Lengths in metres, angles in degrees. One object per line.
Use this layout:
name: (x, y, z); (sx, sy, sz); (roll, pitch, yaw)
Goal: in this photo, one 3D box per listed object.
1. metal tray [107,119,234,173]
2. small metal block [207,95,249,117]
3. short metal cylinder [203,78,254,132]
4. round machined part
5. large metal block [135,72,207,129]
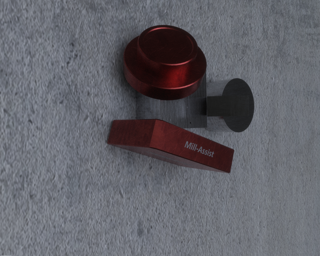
metal tray: (0.015, 0.023, 0.376); (0.131, 0.090, 0.030); (21, 77, -38)
small metal block: (0.087, -0.029, 0.403); (0.050, 0.050, 0.025); (-30, 119, -80)
short metal cylinder: (0.099, -0.033, 0.474); (0.081, 0.050, 0.080); (0, 90, -40)
round machined part: (0.007, -0.083, 0.363); (0.098, 0.098, 0.042); (-44, 161, -31)
large metal block: (0.015, -0.039, 0.403); (0.081, 0.050, 0.079); (-2, 92, -40)
